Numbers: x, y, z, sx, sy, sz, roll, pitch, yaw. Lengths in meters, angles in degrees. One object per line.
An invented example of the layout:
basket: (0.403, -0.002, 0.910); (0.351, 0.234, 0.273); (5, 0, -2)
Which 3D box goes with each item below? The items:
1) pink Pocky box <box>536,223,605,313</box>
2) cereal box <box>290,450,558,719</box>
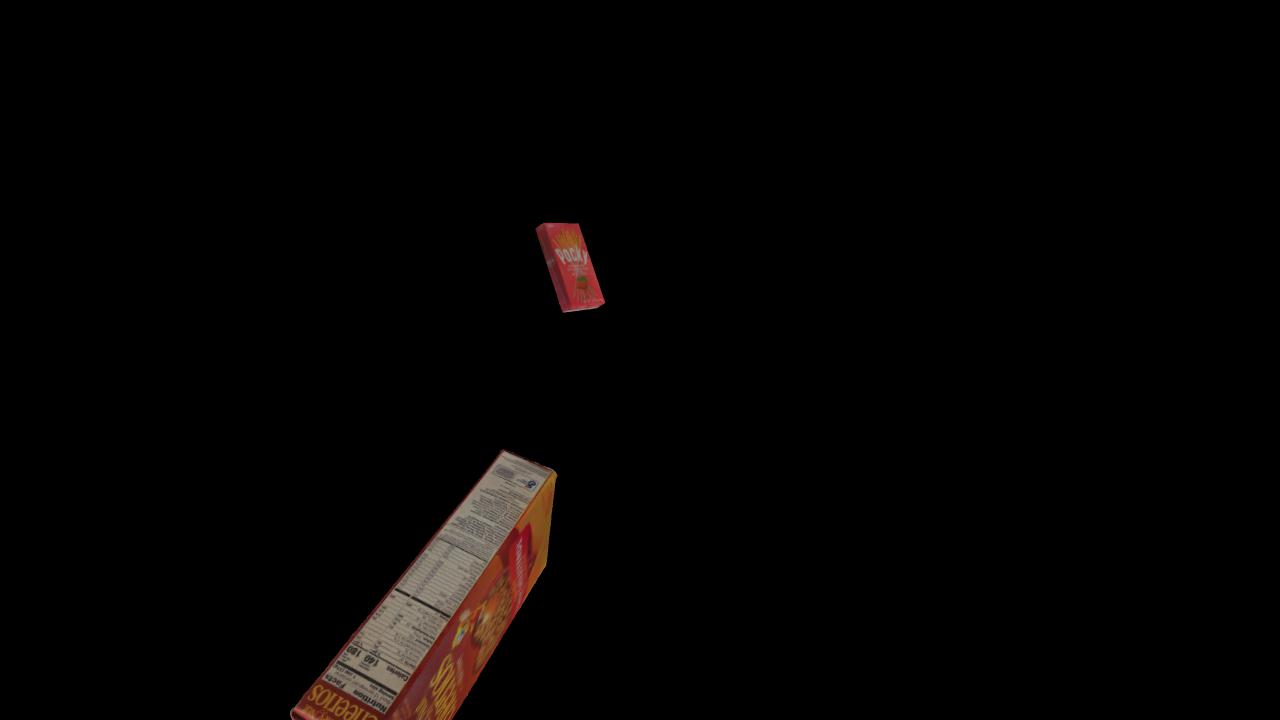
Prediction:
pink Pocky box: (-0.119, -0.161, 1.060); (0.029, 0.155, 0.084); (-23, -6, 41)
cereal box: (-0.192, 0.267, 0.625); (0.081, 0.203, 0.306); (21, 41, 10)
